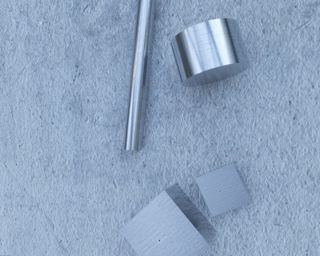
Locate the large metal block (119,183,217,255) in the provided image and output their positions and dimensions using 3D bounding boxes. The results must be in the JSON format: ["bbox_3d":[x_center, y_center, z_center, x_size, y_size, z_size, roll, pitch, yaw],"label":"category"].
[{"bbox_3d":[0.011,0.130,0.391,0.080,0.050,0.080,-44,77,14],"label":"large metal block"}]

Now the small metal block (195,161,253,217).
[{"bbox_3d":[0.079,0.074,0.381,0.050,0.025,0.050,-26,82,17],"label":"small metal block"}]

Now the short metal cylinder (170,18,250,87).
[{"bbox_3d":[0.057,-0.084,0.359,0.080,0.080,0.050,-16,85,19],"label":"short metal cylinder"}]

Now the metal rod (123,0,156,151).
[{"bbox_3d":[-0.023,-0.119,0.416,0.025,0.025,0.298,6,92,19],"label":"metal rod"}]
